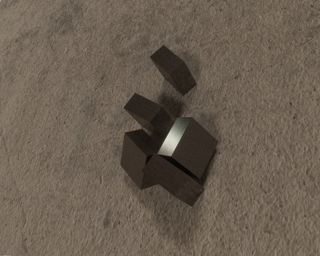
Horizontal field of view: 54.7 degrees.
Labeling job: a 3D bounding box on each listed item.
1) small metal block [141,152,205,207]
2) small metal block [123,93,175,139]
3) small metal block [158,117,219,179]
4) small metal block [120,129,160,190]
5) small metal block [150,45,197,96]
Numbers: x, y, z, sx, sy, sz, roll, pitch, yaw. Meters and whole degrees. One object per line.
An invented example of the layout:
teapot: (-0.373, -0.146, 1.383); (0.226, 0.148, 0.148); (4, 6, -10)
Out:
small metal block: (0.015, 0.058, 0.342); (0.050, 0.050, 0.025); (31, 83, 36)
small metal block: (-0.011, -0.014, 0.401); (0.050, 0.050, 0.025); (29, 78, 37)
small metal block: (0.033, 0.022, 0.351); (0.025, 0.050, 0.050); (3, 58, 54)
small metal block: (-0.022, 0.037, 0.372); (0.025, 0.050, 0.050); (-12, 38, -34)
small metal block: (0.019, -0.079, 0.425); (0.025, 0.050, 0.050); (-41, 51, 0)
